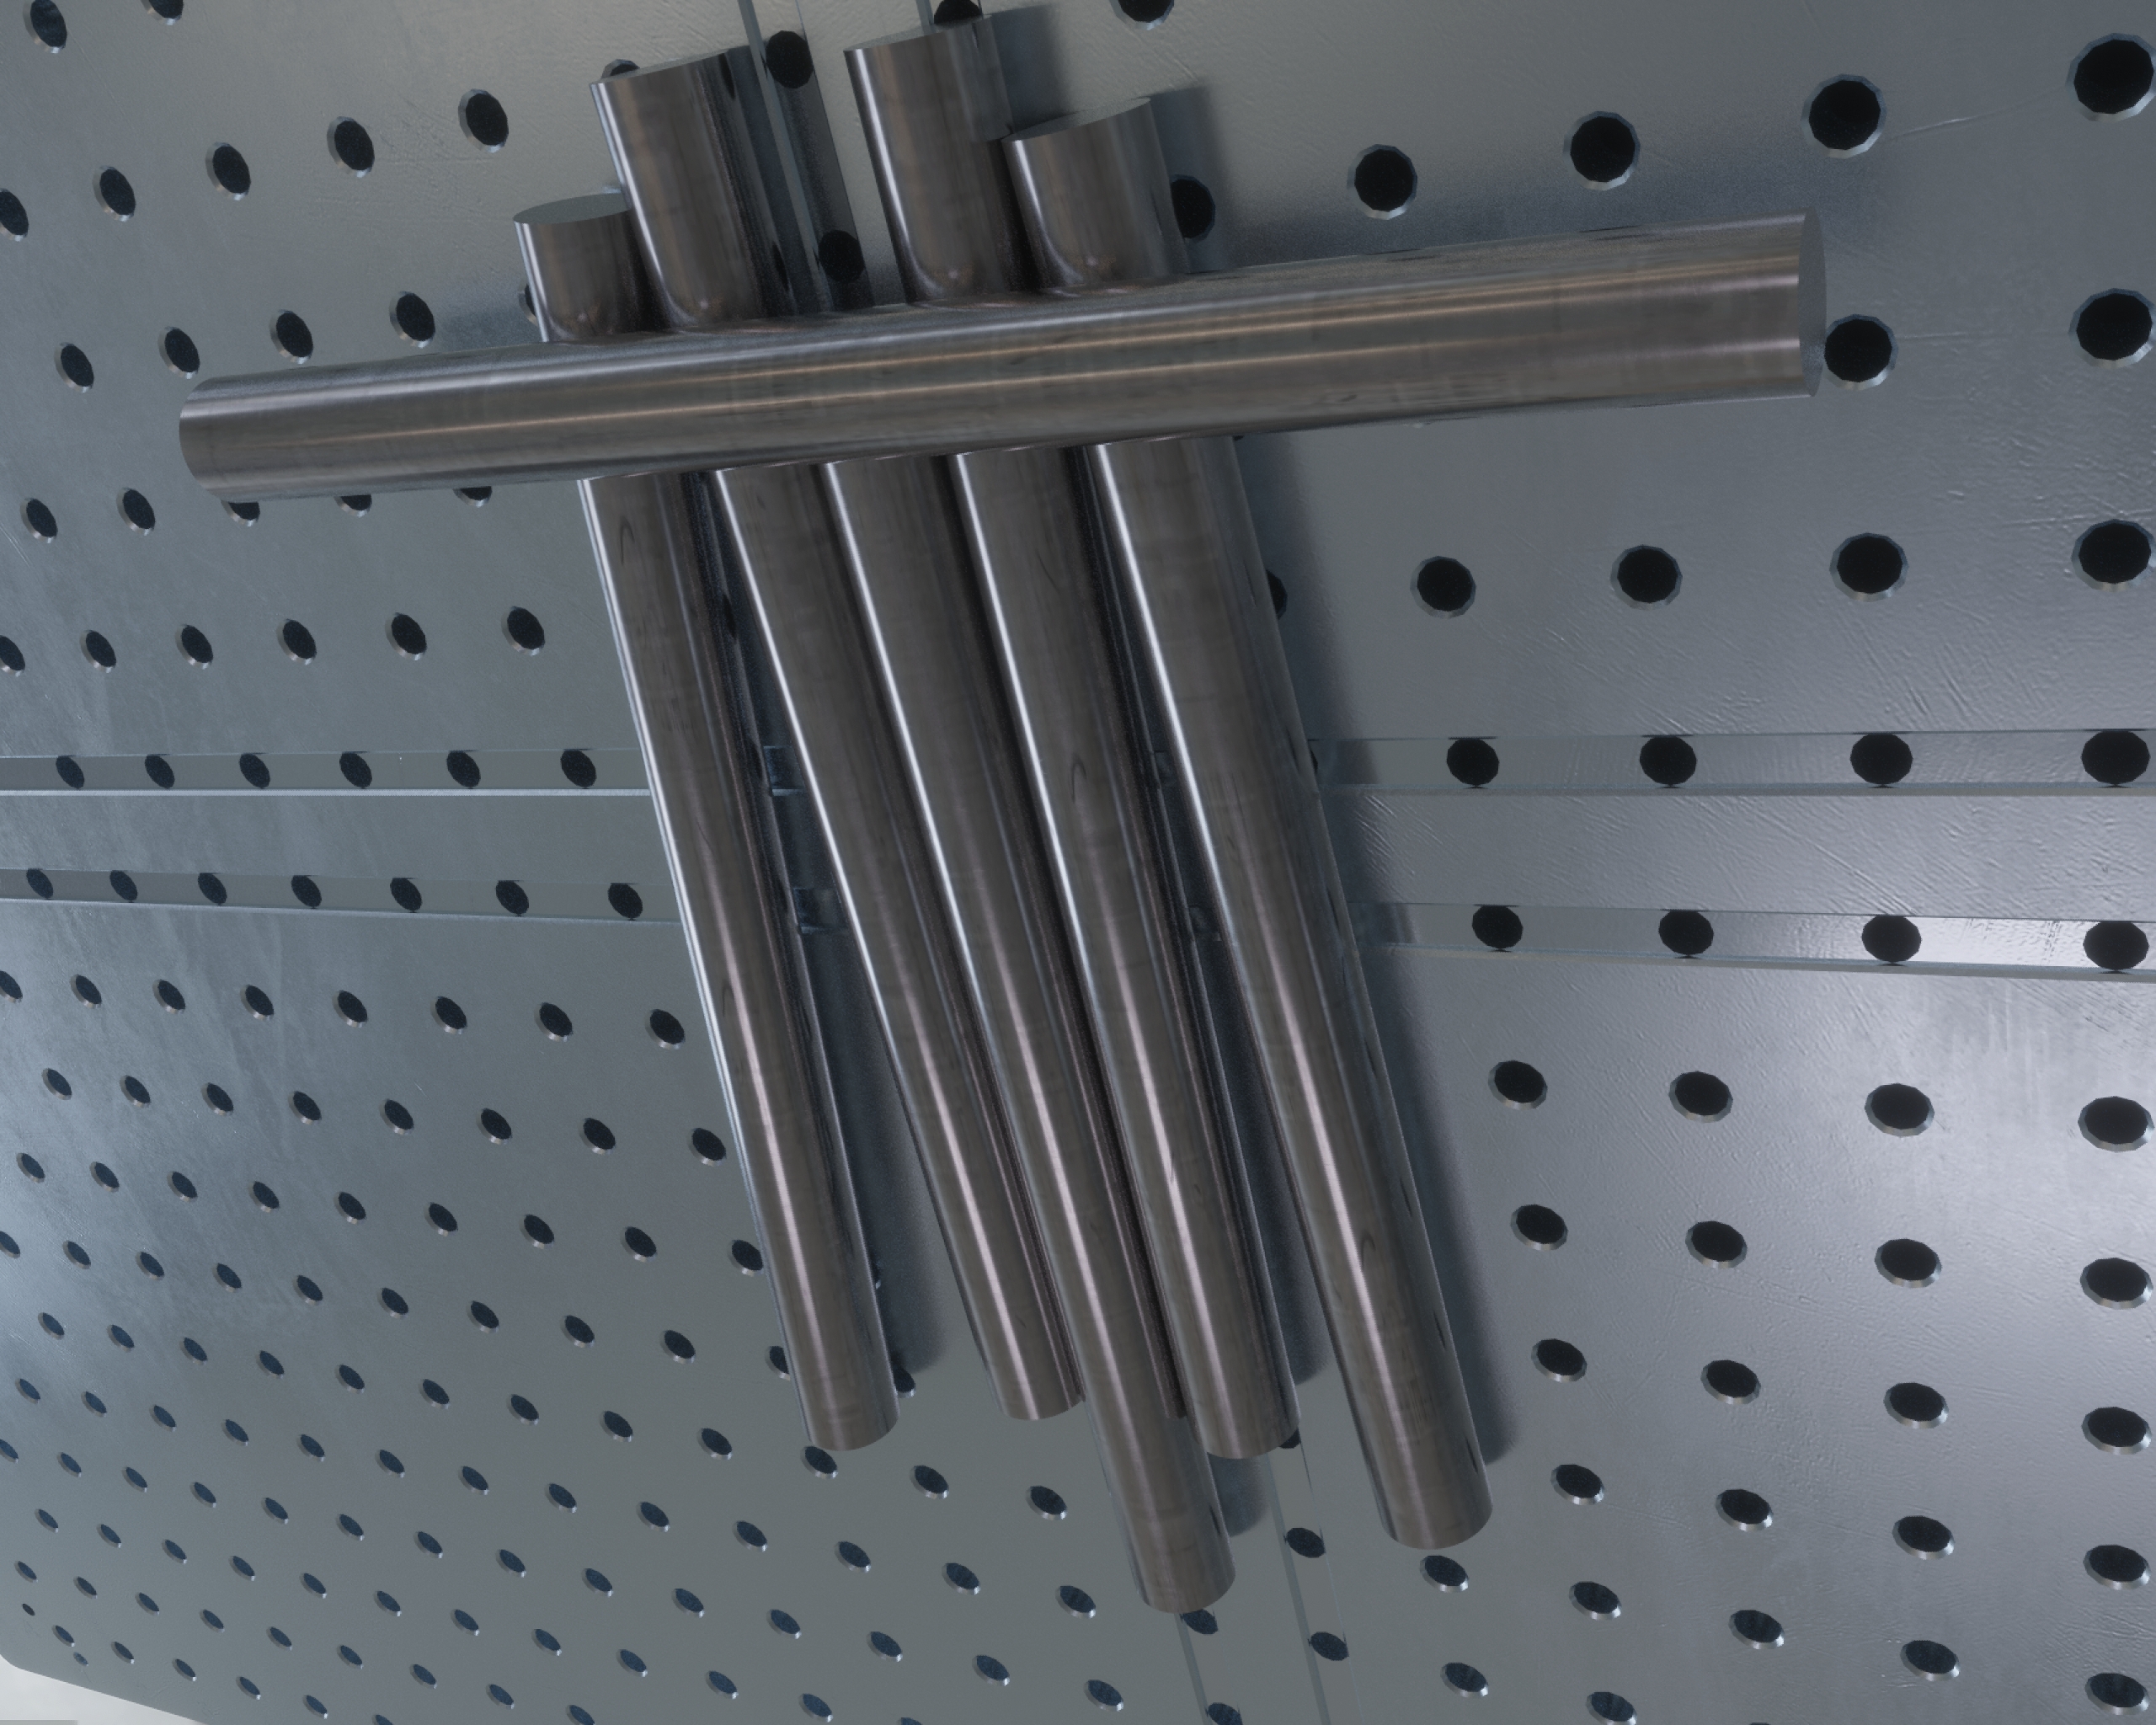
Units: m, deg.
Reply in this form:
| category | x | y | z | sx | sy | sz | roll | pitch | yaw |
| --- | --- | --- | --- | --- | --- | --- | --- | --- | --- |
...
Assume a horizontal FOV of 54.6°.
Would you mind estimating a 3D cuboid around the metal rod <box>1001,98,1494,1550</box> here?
| category | x | y | z | sx | sy | sz | roll | pitch | yaw |
| --- | --- | --- | --- | --- | --- | --- | --- | --- | --- |
| metal rod | 0.039 | 0.011 | 0.398 | 0.025 | 0.025 | 0.299 | -3 | 117 | 29 |

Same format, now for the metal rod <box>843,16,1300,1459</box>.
| category | x | y | z | sx | sy | sz | roll | pitch | yaw |
| --- | --- | --- | --- | --- | --- | --- | --- | --- | --- |
| metal rod | 0.006 | -0.005 | 0.407 | 0.025 | 0.025 | 0.298 | 1 | 119 | 28 |

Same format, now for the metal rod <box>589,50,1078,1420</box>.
| category | x | y | z | sx | sy | sz | roll | pitch | yaw |
| --- | --- | --- | --- | --- | --- | --- | --- | --- | --- |
| metal rod | -0.041 | -0.008 | 0.429 | 0.025 | 0.025 | 0.298 | 1 | 119 | 28 |

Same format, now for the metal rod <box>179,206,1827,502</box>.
| category | x | y | z | sx | sy | sz | roll | pitch | yaw |
| --- | --- | --- | --- | --- | --- | --- | --- | --- | --- |
| metal rod | -0.035 | -0.080 | 0.348 | 0.300 | 0.025 | 0.025 | 2 | 119 | 27 |

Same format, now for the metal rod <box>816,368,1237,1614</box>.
| category | x | y | z | sx | sy | sz | roll | pitch | yaw |
| --- | --- | --- | --- | --- | --- | --- | --- | --- | --- |
| metal rod | -0.006 | 0.041 | 0.440 | 0.025 | 0.025 | 0.298 | 1 | 119 | 28 |

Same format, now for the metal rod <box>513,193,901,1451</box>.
| category | x | y | z | sx | sy | sz | roll | pitch | yaw |
| --- | --- | --- | --- | --- | --- | --- | --- | --- | --- |
| metal rod | -0.074 | 0.009 | 0.455 | 0.025 | 0.025 | 0.298 | 7 | 122 | 25 |
